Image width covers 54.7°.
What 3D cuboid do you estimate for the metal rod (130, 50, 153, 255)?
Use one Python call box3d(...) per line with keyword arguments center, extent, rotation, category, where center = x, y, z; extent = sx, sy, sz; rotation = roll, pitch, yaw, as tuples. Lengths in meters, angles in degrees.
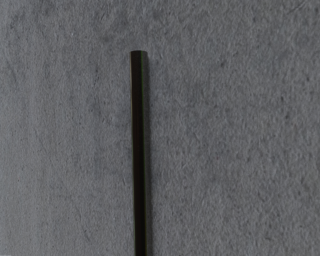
box3d(center=(-0.026, 0.045, 0.424), extent=(0.025, 0.025, 0.298), rotation=(-2, 89, 39), category="metal rod")
